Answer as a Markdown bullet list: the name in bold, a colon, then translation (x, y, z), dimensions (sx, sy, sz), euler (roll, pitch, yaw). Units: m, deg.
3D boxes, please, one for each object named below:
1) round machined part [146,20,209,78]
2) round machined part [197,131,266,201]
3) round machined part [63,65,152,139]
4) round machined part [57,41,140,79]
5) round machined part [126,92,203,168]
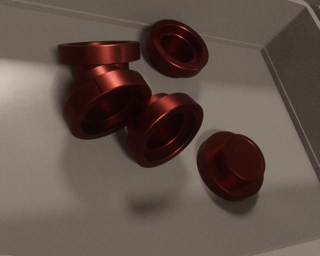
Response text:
- **round machined part**: translation (0.023, -0.117, 0.480), dimensions (0.099, 0.042, 0.098), euler (14, 56, -21)
- **round machined part**: translation (0.104, 0.047, 0.424), dimensions (0.099, 0.042, 0.098), euler (14, 56, -21)
- **round machined part**: translation (-0.062, -0.032, 0.347), dimensions (0.099, 0.097, 0.042), euler (-18, 66, -35)
- **round machined part**: translation (-0.074, -0.084, 0.385), dimensions (0.099, 0.098, 0.042), euler (-15, 113, -35)
- **round machined part**: translation (0.001, -0.002, 0.367), dimensions (0.099, 0.097, 0.042), euler (-19, 52, -36)
